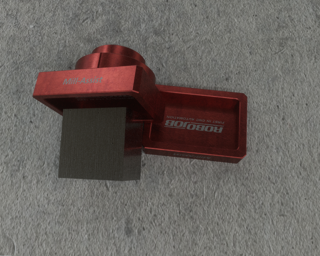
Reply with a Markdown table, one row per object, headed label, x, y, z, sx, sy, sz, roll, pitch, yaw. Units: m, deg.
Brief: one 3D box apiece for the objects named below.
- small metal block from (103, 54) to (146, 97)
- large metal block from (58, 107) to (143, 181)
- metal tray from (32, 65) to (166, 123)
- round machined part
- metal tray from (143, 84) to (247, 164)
| label | x | y | z | sx | sy | sz | roll | pitch | yaw |
| --- | --- | --- | --- | --- | --- | --- | --- | --- | --- |
| small metal block | -0.049 | -0.074 | 0.436 | 0.050 | 0.025 | 0.050 | 6 | 70 | 2 |
| large metal block | -0.068 | 0.020 | 0.368 | 0.080 | 0.050 | 0.080 | 0 | 82 | 18 |
| metal tray | -0.068 | -0.035 | 0.369 | 0.130 | 0.090 | 0.030 | 0 | 70 | 19 |
| round machined part | -0.054 | -0.066 | 0.383 | 0.099 | 0.098 | 0.042 | 6 | 70 | 2 |
| metal tray | 0.046 | -0.006 | 0.409 | 0.131 | 0.030 | 0.090 | 6 | 70 | 2 |
